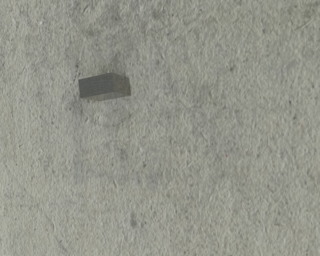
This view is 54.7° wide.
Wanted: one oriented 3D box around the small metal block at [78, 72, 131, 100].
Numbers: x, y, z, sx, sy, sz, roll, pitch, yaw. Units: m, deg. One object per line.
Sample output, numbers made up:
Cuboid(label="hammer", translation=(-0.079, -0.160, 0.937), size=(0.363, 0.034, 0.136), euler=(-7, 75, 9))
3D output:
Cuboid(label="small metal block", translation=(-0.074, -0.055, 0.421), size=(0.050, 0.050, 0.025), euler=(-8, 88, 19))
